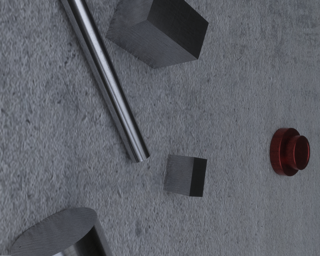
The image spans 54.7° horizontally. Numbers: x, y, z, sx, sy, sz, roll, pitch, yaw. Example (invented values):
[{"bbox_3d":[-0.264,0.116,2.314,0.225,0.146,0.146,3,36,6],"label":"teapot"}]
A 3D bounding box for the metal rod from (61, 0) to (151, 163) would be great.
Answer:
[{"bbox_3d":[-0.076,-0.095,0.342,0.025,0.025,0.298,-34,111,-35],"label":"metal rod"}]

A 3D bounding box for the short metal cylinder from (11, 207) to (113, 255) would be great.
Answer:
[{"bbox_3d":[-0.090,0.119,0.295,0.081,0.080,0.050,-28,108,-37],"label":"short metal cylinder"}]

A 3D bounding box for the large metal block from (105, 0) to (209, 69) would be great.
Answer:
[{"bbox_3d":[-0.004,-0.116,0.367,0.080,0.080,0.050,27,73,-37],"label":"large metal block"}]

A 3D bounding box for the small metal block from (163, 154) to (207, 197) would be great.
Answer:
[{"bbox_3d":[0.034,0.064,0.419,0.025,0.050,0.050,14,81,-40],"label":"small metal block"}]

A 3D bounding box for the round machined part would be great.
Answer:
[{"bbox_3d":[0.265,0.048,0.620,0.099,0.042,0.097,0,90,-40],"label":"round machined part"}]
